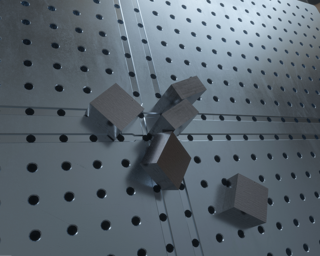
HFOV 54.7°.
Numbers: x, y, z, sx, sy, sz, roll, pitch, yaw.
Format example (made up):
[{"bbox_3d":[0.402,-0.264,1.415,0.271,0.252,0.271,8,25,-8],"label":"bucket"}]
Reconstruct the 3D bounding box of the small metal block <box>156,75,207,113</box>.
[{"bbox_3d":[0.029,-0.044,0.436,0.050,0.050,0.025,-25,76,-37],"label":"small metal block"}]

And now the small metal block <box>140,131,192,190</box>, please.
[{"bbox_3d":[0.009,0.040,0.376,0.050,0.025,0.050,54,45,-30],"label":"small metal block"}]

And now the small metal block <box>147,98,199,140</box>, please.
[{"bbox_3d":[0.017,-0.006,0.405,0.025,0.050,0.050,48,51,9],"label":"small metal block"}]

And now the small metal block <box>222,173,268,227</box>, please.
[{"bbox_3d":[0.115,0.096,0.414,0.050,0.025,0.050,28,52,-11],"label":"small metal block"}]

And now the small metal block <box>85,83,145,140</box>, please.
[{"bbox_3d":[-0.057,-0.021,0.392,0.050,0.025,0.050,42,51,0],"label":"small metal block"}]
